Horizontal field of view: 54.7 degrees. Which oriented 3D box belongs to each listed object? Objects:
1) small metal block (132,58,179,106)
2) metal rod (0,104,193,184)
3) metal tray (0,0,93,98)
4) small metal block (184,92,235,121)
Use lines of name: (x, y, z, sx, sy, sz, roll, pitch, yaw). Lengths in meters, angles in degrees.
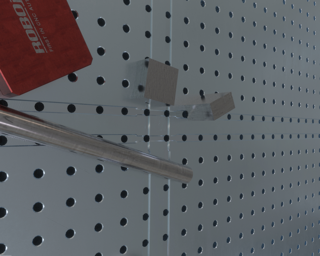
small metal block: (-0.005, -0.058, 0.404, 0.050, 0.025, 0.050, 12, 82, -39)
metal rod: (-0.073, 0.022, 0.347, 0.302, 0.025, 0.025, 22, 76, -38)
metal tray: (-0.132, -0.105, 0.295, 0.091, 0.030, 0.129, -35, 112, -35)
small metal block: (0.072, -0.031, 0.453, 0.050, 0.050, 0.025, -28, 108, -36)
